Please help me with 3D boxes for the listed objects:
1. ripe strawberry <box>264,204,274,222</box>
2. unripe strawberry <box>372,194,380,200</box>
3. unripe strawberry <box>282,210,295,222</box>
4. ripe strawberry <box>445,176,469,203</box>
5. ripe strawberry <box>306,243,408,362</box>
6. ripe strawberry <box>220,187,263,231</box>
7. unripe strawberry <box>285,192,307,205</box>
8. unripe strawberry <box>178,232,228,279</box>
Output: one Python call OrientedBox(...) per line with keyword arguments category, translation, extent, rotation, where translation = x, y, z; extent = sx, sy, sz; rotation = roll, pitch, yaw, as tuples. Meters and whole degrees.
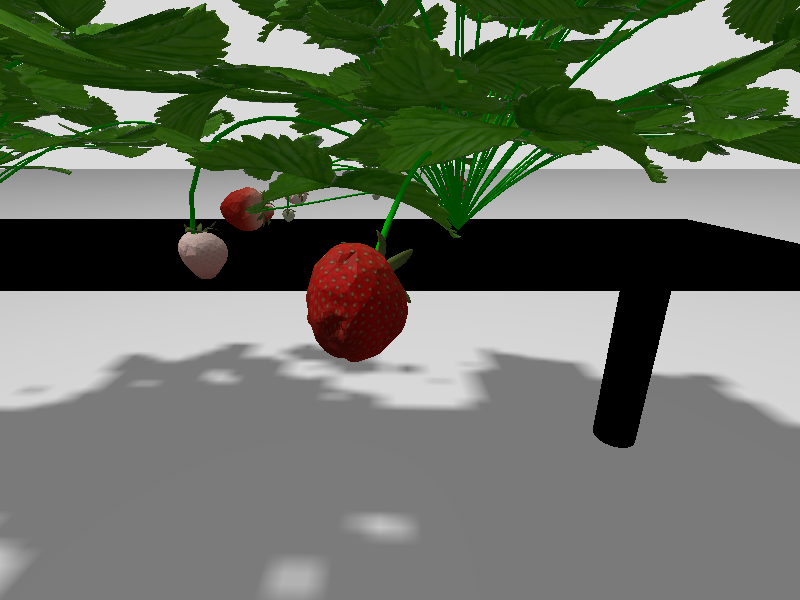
OrientedBox(category="ripe strawberry", translation=(-0.130, -0.082, 0.371), extent=(0.024, 0.023, 0.022), rotation=(36, 21, -5))
OrientedBox(category="unripe strawberry", translation=(-0.031, -0.134, 0.516), extent=(0.011, 0.010, 0.010), rotation=(-9, 21, -23))
OrientedBox(category="unripe strawberry", translation=(-0.093, -0.070, 0.334), extent=(0.010, 0.010, 0.009), rotation=(-2, 20, -5))
OrientedBox(category="ripe strawberry", translation=(0.073, -0.141, 0.517), extent=(0.032, 0.036, 0.035), rotation=(2, 19, 6))
OrientedBox(category="ripe strawberry", translation=(-0.014, 0.002, 0.118), extent=(0.031, 0.035, 0.033), rotation=(5, 39, 14))
OrientedBox(category="ripe strawberry", translation=(-0.131, -0.076, 0.336), extent=(0.034, 0.035, 0.031), rotation=(-1, 20, -2))
OrientedBox(category="unripe strawberry", translation=(-0.133, -0.132, 0.508), extent=(0.028, 0.025, 0.026), rotation=(-20, 7, -43))
OrientedBox(category="unripe strawberry", translation=(-0.101, -0.023, 0.205), extent=(0.021, 0.025, 0.025), rotation=(-18, 27, -41))
